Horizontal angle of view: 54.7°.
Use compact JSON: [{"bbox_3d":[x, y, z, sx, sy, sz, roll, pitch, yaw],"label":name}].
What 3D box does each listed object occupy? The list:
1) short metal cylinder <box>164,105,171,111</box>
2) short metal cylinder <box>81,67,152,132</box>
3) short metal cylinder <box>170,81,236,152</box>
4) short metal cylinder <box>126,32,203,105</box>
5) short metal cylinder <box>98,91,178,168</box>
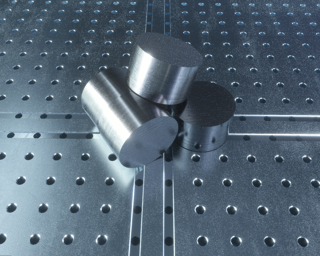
[{"bbox_3d":[0.009,-0.067,0.447,0.081,0.050,0.080,0,50,0],"label":"short metal cylinder"},{"bbox_3d":[-0.053,-0.031,0.397,0.081,0.080,0.050,-27,56,-21],"label":"short metal cylinder"},{"bbox_3d":[0.054,-0.016,0.404,0.081,0.050,0.080,0,50,0],"label":"short metal cylinder"},{"bbox_3d":[0.004,-0.072,0.368,0.081,0.050,0.080,14,36,-10],"label":"short metal cylinder"},{"bbox_3d":[-0.026,0.002,0.370,0.081,0.080,0.050,-27,56,-21],"label":"short metal cylinder"}]
